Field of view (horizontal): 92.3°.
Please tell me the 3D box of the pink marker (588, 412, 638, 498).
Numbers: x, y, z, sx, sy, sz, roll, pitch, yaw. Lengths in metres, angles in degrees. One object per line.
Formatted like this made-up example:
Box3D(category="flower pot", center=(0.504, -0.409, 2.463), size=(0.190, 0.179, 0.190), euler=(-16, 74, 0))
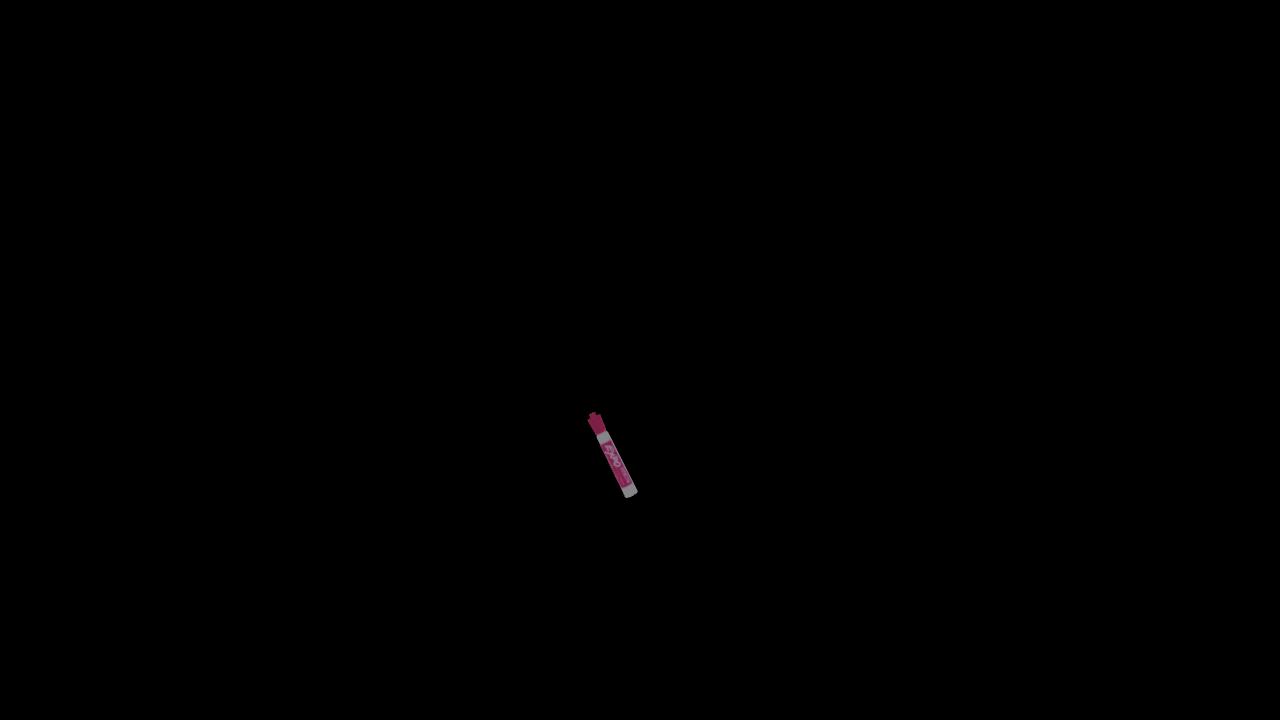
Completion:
Box3D(category="pink marker", center=(-0.037, 0.124, 0.812), size=(0.020, 0.121, 0.020), euler=(-26, 3, 1))
